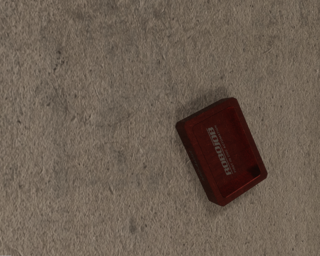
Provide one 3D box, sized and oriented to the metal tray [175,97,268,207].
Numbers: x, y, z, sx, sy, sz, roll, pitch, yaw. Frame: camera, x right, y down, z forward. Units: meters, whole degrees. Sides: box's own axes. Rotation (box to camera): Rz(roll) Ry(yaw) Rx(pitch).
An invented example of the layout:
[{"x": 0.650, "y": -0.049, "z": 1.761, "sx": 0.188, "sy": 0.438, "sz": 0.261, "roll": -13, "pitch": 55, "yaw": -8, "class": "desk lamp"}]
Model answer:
[{"x": 0.089, "y": 0.032, "z": 0.440, "sx": 0.091, "sy": 0.030, "sz": 0.129, "roll": -28, "pitch": 100, "yaw": -18, "class": "metal tray"}]
